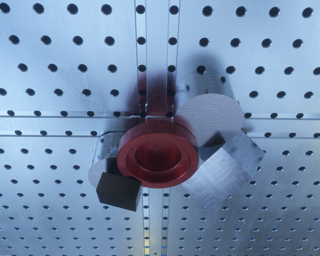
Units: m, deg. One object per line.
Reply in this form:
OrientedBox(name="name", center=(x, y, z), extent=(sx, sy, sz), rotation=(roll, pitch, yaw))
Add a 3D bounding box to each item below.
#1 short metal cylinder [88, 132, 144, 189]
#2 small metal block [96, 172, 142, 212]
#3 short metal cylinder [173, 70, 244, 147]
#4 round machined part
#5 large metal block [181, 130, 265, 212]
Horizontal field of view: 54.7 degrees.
OrientedBox(name="short metal cylinder", center=(-0.057, 0.052, 0.438), extent=(0.081, 0.050, 0.079), rotation=(0, 130, 0))
OrientedBox(name="small metal block", center=(-0.052, 0.083, 0.400), extent=(0.050, 0.025, 0.050), rotation=(14, 149, 4))
OrientedBox(name="short metal cylinder", center=(0.056, -0.023, 0.376), extent=(0.081, 0.050, 0.079), rotation=(0, 130, 0))
OrientedBox(name="round machined part", center=(-0.002, 0.028, 0.386), extent=(0.099, 0.042, 0.097), rotation=(0, 130, 0))
OrientedBox(name="large metal block", center=(0.085, 0.053, 0.413), extent=(0.050, 0.080, 0.080), rotation=(46, 122, 7))
